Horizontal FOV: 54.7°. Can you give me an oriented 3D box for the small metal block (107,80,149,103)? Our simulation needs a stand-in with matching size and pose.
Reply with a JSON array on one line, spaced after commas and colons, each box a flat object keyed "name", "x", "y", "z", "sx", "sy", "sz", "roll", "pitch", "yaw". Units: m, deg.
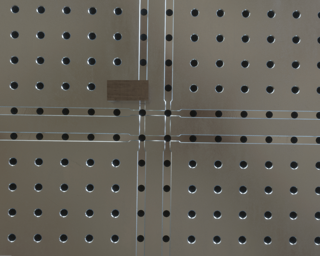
[{"name": "small metal block", "x": -0.039, "y": -0.046, "z": 0.400, "sx": 0.050, "sy": 0.050, "sz": 0.025, "roll": 0, "pitch": 90, "yaw": -1}]
